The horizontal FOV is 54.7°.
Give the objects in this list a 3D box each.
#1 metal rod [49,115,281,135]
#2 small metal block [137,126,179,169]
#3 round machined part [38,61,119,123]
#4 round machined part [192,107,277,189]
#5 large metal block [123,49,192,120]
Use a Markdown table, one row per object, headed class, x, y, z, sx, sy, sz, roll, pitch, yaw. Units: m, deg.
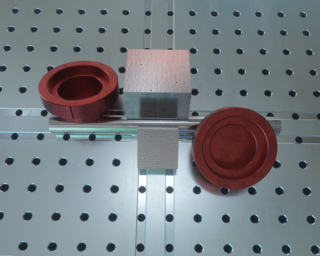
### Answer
| class | x | y | z | sx | sy | sz | roll | pitch | yaw |
| --- | --- | --- | --- | --- | --- | --- | --- | --- | --- |
| metal rod | 0.007 | -0.004 | 0.414 | 0.302 | 0.025 | 0.025 | 1 | 70 | 0 |
| small metal block | -0.003 | 0.024 | 0.392 | 0.050 | 0.025 | 0.050 | 1 | 99 | 0 |
| round machined part | -0.102 | -0.044 | 0.404 | 0.099 | 0.042 | 0.098 | 0 | 44 | 0 |
| round machined part | 0.088 | 0.022 | 0.382 | 0.099 | 0.042 | 0.097 | 0 | 95 | 0 |
| large metal block | -0.003 | -0.058 | 0.407 | 0.081 | 0.050 | 0.080 | 1 | 52 | 0 |
